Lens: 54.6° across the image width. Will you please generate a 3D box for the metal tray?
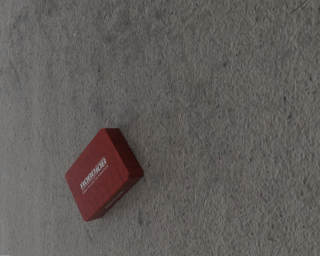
[{"bbox_3d":[-0.090,0.072,0.478,0.129,0.030,0.090,-47,62,30],"label":"metal tray"}]
